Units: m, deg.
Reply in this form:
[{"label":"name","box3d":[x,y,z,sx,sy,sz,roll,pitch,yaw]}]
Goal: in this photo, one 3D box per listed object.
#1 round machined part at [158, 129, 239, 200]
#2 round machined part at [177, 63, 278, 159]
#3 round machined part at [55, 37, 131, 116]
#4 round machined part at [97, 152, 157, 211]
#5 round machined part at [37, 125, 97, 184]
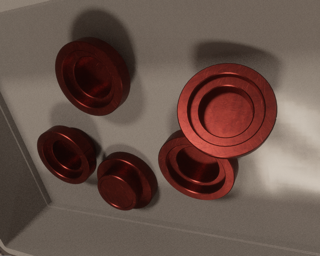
[{"label":"round machined part","box3d":[0.051,0.041,0.393,0.098,0.042,0.097,14,127,20]},{"label":"round machined part","box3d":[0.070,-0.015,0.329,0.098,0.042,0.098,-3,78,13]},{"label":"round machined part","box3d":[-0.081,-0.068,0.396,0.098,0.042,0.097,13,124,20]},{"label":"round machined part","box3d":[-0.057,0.089,0.481,0.098,0.042,0.097,13,124,20]},{"label":"round machined part","box3d":[-0.142,0.038,0.494,0.098,0.042,0.097,13,124,20]}]
